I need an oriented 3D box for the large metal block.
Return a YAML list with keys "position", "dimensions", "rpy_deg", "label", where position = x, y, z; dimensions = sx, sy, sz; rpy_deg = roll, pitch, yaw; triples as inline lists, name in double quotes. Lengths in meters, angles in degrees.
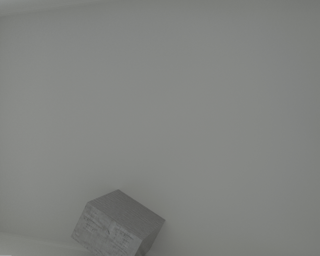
- position: [-0.050, 0.129, 0.398]
  dimensions: [0.080, 0.080, 0.050]
  rpy_deg: [29, 100, 17]
  label: "large metal block"
